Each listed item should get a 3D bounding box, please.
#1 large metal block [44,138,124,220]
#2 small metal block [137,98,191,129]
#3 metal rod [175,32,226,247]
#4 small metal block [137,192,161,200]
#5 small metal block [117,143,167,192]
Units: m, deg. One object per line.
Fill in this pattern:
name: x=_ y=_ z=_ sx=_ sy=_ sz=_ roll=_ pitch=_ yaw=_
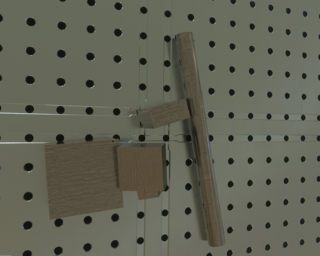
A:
large metal block: x=-0.091 y=0.055 z=0.366 sx=0.081 sy=0.050 sz=0.079 roll=-4 pitch=92 yaw=-20
small metal block: x=0.004 y=-0.018 z=0.402 sx=0.050 sy=0.050 sz=0.025 roll=-17 pitch=96 yaw=-20
metal rod: x=0.057 y=0.018 z=0.434 sx=0.025 sy=0.025 sz=0.298 roll=-11 pitch=94 yaw=-20
small metal block: x=-0.014 y=0.057 z=0.392 sx=0.025 sy=0.050 sz=0.050 roll=-12 pitch=95 yaw=12
small metal block: x=-0.019 y=0.044 z=0.353 sx=0.050 sy=0.025 sz=0.050 roll=-1 pitch=97 yaw=11
